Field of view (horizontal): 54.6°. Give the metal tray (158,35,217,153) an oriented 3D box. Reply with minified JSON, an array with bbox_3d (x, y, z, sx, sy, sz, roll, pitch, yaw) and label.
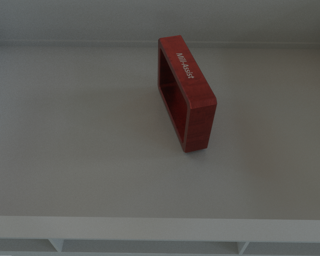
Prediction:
[{"bbox_3d":[0.029,-0.045,0.398,0.030,0.090,0.130,-12,51,-11],"label":"metal tray"}]
